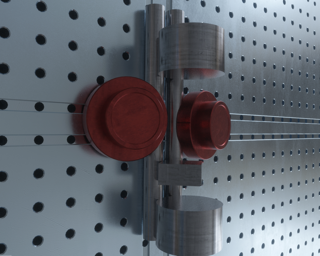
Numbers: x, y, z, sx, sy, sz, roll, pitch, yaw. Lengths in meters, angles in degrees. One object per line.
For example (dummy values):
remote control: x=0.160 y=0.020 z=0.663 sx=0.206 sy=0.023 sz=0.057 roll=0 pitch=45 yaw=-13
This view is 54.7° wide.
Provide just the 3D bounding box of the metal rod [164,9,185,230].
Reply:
metal rod: x=0.019 y=-0.009 z=0.424 sx=0.025 sy=0.025 sz=0.298 roll=1 pitch=89 yaw=-40

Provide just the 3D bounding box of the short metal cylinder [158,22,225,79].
short metal cylinder: x=0.038 y=-0.090 z=0.376 sx=0.081 sy=0.080 sz=0.050 roll=1 pitch=90 yaw=-40

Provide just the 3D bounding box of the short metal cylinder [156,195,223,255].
short metal cylinder: x=0.035 y=0.115 z=0.375 sx=0.081 sy=0.080 sz=0.050 roll=1 pitch=90 yaw=-40

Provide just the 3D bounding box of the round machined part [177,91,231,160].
round machined part: x=0.068 y=-0.004 z=0.437 sx=0.099 sy=0.042 sz=0.097 roll=-1 pitch=91 yaw=-55

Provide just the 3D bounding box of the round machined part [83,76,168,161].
round machined part: x=-0.034 y=-0.010 z=0.353 sx=0.099 sy=0.042 sz=0.097 roll=0 pitch=90 yaw=-26

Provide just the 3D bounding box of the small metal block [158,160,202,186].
small metal block: x=0.027 y=0.055 z=0.385 sx=0.050 sy=0.050 sz=0.025 roll=6 pitch=85 yaw=-82

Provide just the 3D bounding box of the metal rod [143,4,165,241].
metal rod: x=-0.008 y=-0.008 z=0.401 sx=0.025 sy=0.025 sz=0.298 roll=1 pitch=89 yaw=-40
